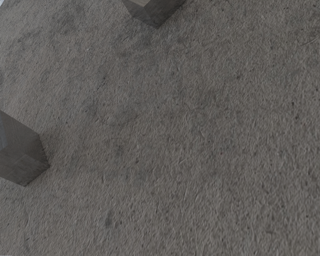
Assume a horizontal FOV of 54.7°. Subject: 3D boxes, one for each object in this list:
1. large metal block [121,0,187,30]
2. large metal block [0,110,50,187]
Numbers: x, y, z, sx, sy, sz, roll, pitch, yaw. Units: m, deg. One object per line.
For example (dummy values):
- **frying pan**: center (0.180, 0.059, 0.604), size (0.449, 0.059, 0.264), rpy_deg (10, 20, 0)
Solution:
- **large metal block**: center (-0.011, -0.227, 0.533), size (0.080, 0.050, 0.080), rpy_deg (-46, 51, -4)
- **large metal block**: center (-0.222, 0.031, 0.466), size (0.050, 0.080, 0.080), rpy_deg (-39, 51, 2)
